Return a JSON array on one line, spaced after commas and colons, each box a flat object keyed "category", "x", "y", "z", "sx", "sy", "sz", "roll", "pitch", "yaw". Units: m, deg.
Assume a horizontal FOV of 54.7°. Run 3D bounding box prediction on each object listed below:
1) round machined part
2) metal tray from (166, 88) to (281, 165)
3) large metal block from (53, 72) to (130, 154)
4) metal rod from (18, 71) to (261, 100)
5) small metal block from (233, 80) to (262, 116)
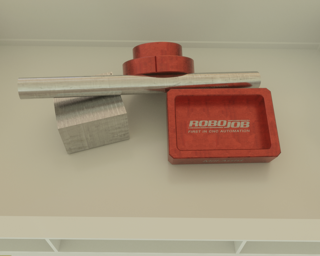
[{"category": "round machined part", "x": -0.003, "y": -0.090, "z": 0.429, "sx": 0.099, "sy": 0.098, "sz": 0.042, "roll": -3, "pitch": 91, "yaw": -3}, {"category": "metal tray", "x": 0.074, "y": -0.003, "z": 0.385, "sx": 0.131, "sy": 0.030, "sz": 0.090, "roll": -1, "pitch": 69, "yaw": -2}, {"category": "large metal block", "x": -0.090, "y": -0.022, "z": 0.403, "sx": 0.081, "sy": 0.050, "sz": 0.080, "roll": -14, "pitch": 52, "yaw": -12}, {"category": "metal rod", "x": -0.014, "y": -0.056, "z": 0.391, "sx": 0.302, "sy": 0.025, "sz": 0.025, "roll": -4, "pitch": 50, "yaw": -13}, {"category": "small metal block", "x": 0.118, "y": -0.045, "z": 0.442, "sx": 0.050, "sy": 0.025, "sz": 0.050, "roll": -9, "pitch": 51, "yaw": -8}]
